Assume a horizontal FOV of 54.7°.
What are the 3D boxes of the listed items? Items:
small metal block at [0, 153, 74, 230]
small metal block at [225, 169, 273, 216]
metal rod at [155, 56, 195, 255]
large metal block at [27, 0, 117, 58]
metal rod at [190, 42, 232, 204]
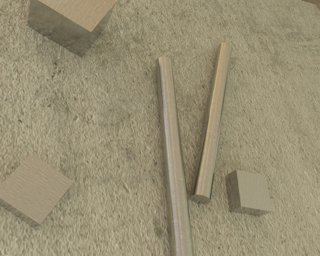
[{"bbox_3d":[-0.122,0.061,0.301,0.050,0.025,0.050,36,51,-5],"label":"small metal block"},{"bbox_3d":[0.119,0.088,0.416,0.050,0.025,0.050,14,56,-21],"label":"small metal block"},{"bbox_3d":[0.016,0.030,0.395,0.025,0.025,0.299,10,57,-24],"label":"metal rod"},{"bbox_3d":[-0.118,-0.156,0.420,0.080,0.050,0.080,30,52,-10],"label":"large metal block"},{"bbox_3d":[0.083,-0.028,0.467,0.025,0.025,0.300,26,52,-13],"label":"metal rod"}]
